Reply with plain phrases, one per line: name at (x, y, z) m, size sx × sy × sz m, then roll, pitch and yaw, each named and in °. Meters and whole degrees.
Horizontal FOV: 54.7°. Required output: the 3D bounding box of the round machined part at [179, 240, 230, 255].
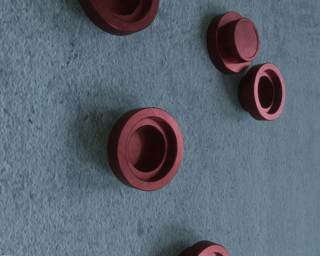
round machined part at (0.056, 0.209, 0.441) m, size 0.099 × 0.042 × 0.097 m, roll 0°, pitch 90°, yaw -40°

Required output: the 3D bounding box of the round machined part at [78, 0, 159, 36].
round machined part at (-0.052, -0.153, 0.350) m, size 0.099 × 0.042 × 0.097 m, roll 0°, pitch 90°, yaw -40°

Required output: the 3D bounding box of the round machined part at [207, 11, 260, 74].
round machined part at (0.123, -0.137, 0.496) m, size 0.099 × 0.042 × 0.097 m, roll 0°, pitch 90°, yaw -40°

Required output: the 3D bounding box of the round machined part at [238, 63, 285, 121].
round machined part at (0.173, -0.061, 0.538) m, size 0.099 × 0.042 × 0.097 m, roll 0°, pitch 90°, yaw -40°

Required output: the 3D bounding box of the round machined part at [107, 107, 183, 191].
round machined part at (-0.021, 0.025, 0.376) m, size 0.099 × 0.042 × 0.097 m, roll 0°, pitch 90°, yaw -40°
